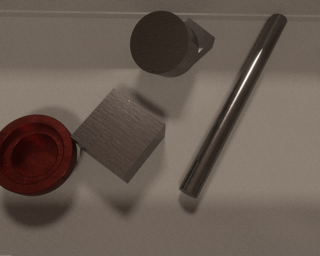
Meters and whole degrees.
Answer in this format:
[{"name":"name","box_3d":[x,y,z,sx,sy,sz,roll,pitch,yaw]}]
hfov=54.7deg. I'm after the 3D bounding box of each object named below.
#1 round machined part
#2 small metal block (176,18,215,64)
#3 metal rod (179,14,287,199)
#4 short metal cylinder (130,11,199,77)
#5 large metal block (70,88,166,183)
[{"name":"round machined part","box_3d":[-0.152,0.036,0.386,0.099,0.042,0.098,0,70,-1]},{"name":"small metal block","box_3d":[0.044,-0.125,0.456,0.050,0.025,0.050,43,75,13]},{"name":"metal rod","box_3d":[0.108,-0.042,0.426,0.025,0.025,0.300,28,72,9]},{"name":"short metal cylinder","box_3d":[0.007,-0.111,0.419,0.080,0.050,0.079,1,94,21]},{"name":"large metal block","box_3d":[-0.050,0.011,0.392,0.080,0.050,0.080,35,73,11]}]
